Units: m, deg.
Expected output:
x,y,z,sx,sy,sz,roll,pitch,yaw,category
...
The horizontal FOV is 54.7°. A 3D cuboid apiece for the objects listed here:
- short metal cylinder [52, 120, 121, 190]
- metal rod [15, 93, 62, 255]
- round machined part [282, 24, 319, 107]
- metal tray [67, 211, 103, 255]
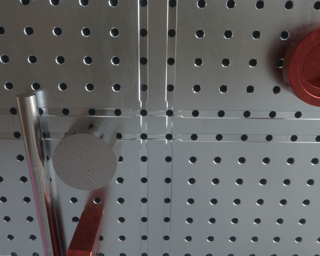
x,y,z,sx,sy,sz,roll,pitch,yaw,category
-0.095,0.035,0.412,0.081,0.050,0.079,0,110,0,short metal cylinder
-0.169,0.097,0.447,0.025,0.025,0.298,-1,110,0,metal rod
0.198,-0.078,0.377,0.099,0.042,0.097,0,110,0,round machined part
-0.112,0.201,0.451,0.030,0.090,0.129,9,110,-3,metal tray
